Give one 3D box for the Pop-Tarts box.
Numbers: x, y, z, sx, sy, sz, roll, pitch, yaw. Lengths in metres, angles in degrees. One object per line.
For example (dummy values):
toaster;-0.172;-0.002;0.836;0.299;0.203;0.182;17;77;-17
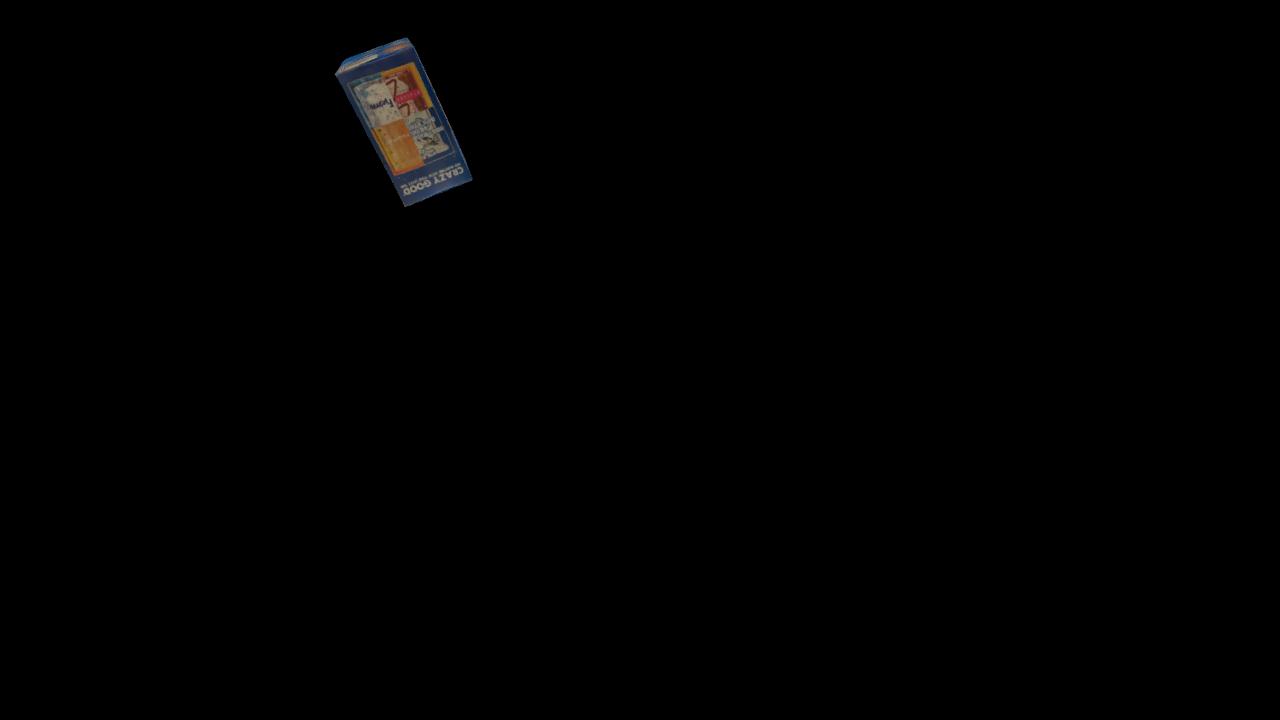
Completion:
Pop-Tarts box;-0.262;-0.272;0.691;0.083;0.141;0.167;-24;35;-8
